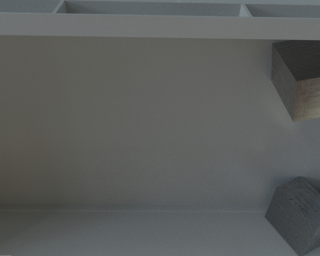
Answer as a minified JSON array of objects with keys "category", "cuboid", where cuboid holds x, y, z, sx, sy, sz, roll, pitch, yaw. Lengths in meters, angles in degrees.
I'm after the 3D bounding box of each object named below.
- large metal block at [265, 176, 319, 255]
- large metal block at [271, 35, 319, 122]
[{"category":"large metal block","cuboid":[0.220,0.138,0.485,0.050,0.080,0.079,-17,134,-21]},{"category":"large metal block","cuboid":[0.171,-0.057,0.327,0.080,0.080,0.050,-9,130,7]}]
